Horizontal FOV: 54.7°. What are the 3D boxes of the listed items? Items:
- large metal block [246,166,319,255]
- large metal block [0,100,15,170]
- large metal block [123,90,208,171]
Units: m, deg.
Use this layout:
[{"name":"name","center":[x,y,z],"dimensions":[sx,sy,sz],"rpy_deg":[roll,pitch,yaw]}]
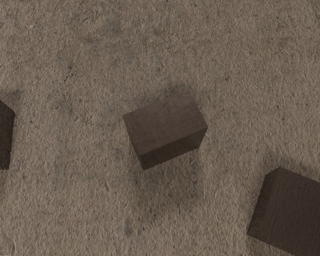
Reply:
[{"name":"large metal block","center":[0.158,0.102,0.360],"dimensions":[0.080,0.050,0.080],"rpy_deg":[22,71,7]},{"name":"large metal block","center":[-0.237,0.010,0.388],"dimensions":[0.081,0.050,0.080],"rpy_deg":[-3,70,-2]},{"name":"large metal block","center":[0.006,0.006,0.377],"dimensions":[0.080,0.080,0.050],"rpy_deg":[-22,72,-8]}]
